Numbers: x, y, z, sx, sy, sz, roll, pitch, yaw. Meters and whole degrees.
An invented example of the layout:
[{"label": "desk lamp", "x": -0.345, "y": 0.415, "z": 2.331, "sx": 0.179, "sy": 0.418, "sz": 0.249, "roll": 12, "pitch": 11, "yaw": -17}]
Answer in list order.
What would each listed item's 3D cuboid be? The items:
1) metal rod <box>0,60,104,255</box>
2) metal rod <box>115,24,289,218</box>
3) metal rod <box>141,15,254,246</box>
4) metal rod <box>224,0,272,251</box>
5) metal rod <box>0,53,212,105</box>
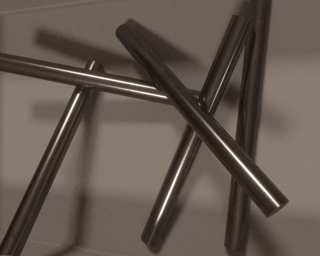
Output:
[{"label": "metal rod", "x": -0.139, "y": 0.044, "z": 0.395, "sx": 0.025, "sy": 0.025, "sz": 0.299, "roll": 13, "pitch": 70, "yaw": 19}, {"label": "metal rod", "x": 0.028, "y": -0.030, "z": 0.353, "sx": 0.025, "sy": 0.025, "sz": 0.300, "roll": -45, "pitch": 59, "yaw": 14}, {"label": "metal rod", "x": 0.038, "y": 0.015, "z": 0.376, "sx": 0.025, "sy": 0.025, "sz": 0.298, "roll": 26, "pitch": 106, "yaw": 18}, {"label": "metal rod", "x": 0.105, "y": -0.003, "z": 0.373, "sx": 0.025, "sy": 0.025, "sz": 0.298, "roll": 6, "pitch": 92, "yaw": 19}, {"label": "metal rod", "x": -0.082, "y": -0.062, "z": 0.405, "sx": 0.302, "sy": 0.025, "sz": 0.025, "roll": 12, "pitch": 94, "yaw": 6}]
